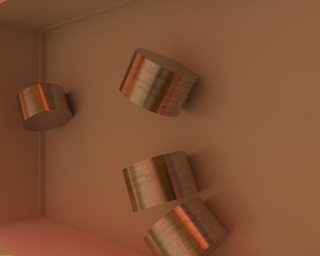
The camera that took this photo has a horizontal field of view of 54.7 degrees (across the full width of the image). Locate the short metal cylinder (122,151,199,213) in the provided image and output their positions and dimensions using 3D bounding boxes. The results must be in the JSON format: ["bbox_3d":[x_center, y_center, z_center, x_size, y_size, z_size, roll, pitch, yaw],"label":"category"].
[{"bbox_3d":[0.000,0.064,0.369,0.080,0.081,0.050,-27,73,36],"label":"short metal cylinder"}]

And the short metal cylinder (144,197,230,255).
[{"bbox_3d":[0.030,0.123,0.345,0.050,0.081,0.080,51,120,27],"label":"short metal cylinder"}]

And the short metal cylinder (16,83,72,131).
[{"bbox_3d":[-0.197,-0.034,0.531,0.080,0.081,0.050,-33,70,35],"label":"short metal cylinder"}]

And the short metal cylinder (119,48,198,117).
[{"bbox_3d":[-0.002,-0.055,0.371,0.080,0.081,0.050,39,114,32],"label":"short metal cylinder"}]
